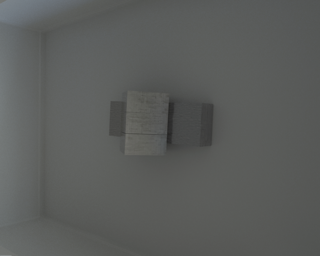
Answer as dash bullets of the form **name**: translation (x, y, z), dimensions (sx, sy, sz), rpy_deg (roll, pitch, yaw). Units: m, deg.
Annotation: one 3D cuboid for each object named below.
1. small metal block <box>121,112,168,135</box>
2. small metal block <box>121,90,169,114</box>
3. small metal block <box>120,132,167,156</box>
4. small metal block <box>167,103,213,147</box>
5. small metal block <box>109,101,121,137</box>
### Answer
- **small metal block**: translation (-0.021, -0.006, 0.391), dimensions (0.050, 0.050, 0.025), rpy_deg (-172, 84, -76)
- **small metal block**: translation (-0.020, -0.031, 0.389), dimensions (0.050, 0.050, 0.025), rpy_deg (-169, 81, -76)
- **small metal block**: translation (-0.023, 0.019, 0.392), dimensions (0.050, 0.050, 0.025), rpy_deg (-172, 84, -76)
- **small metal block**: translation (0.035, -0.005, 0.375), dimensions (0.050, 0.025, 0.050), rpy_deg (4, 93, 39)
- **small metal block**: translation (-0.045, -0.012, 0.440), dimensions (0.050, 0.025, 0.050), rpy_deg (5, 93, 39)
